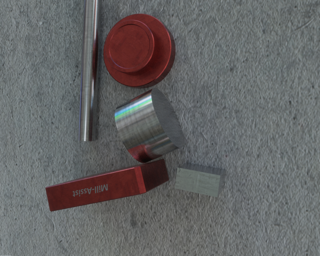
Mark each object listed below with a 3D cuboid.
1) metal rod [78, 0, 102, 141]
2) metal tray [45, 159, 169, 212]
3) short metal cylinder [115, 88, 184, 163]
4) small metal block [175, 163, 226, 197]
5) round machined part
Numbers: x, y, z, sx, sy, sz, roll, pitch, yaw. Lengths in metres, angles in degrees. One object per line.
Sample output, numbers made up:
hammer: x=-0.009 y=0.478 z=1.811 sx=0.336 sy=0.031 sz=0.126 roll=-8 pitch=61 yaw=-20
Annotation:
metal rod: x=-0.098 y=-0.131 z=0.442 sx=0.025 sy=0.025 sz=0.298 roll=3 pitch=91 yaw=19
metal tray: x=-0.064 y=0.071 z=0.395 sx=0.130 sy=0.090 sz=0.030 roll=-15 pitch=85 yaw=19
short metal cylinder: x=-0.011 y=-0.003 z=0.383 sx=0.050 sy=0.080 sz=0.080 roll=-25 pitch=82 yaw=18
small metal block: x=0.051 y=0.062 z=0.377 sx=0.050 sy=0.050 sz=0.025 roll=8 pitch=93 yaw=19
round machined part: x=-0.032 y=-0.103 z=0.410 sx=0.098 sy=0.042 sz=0.097 roll=0 pitch=90 yaw=19
